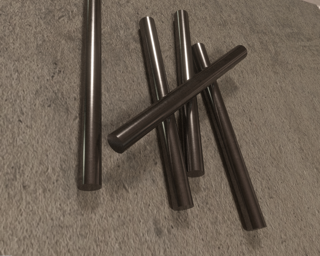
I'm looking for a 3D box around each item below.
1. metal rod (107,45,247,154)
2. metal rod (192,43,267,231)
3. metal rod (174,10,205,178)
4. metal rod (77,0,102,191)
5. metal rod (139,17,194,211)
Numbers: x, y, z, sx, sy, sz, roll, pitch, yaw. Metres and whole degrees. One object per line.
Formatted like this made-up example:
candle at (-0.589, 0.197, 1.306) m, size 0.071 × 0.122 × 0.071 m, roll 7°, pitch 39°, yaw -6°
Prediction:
metal rod at (0.044, -0.056, 0.429) m, size 0.025 × 0.025 × 0.302 m, roll 48°, pitch 51°, yaw 5°
metal rod at (0.093, -0.003, 0.457) m, size 0.025 × 0.025 × 0.299 m, roll 2°, pitch 61°, yaw -28°
metal rod at (0.041, -0.070, 0.470) m, size 0.025 × 0.025 × 0.299 m, roll 12°, pitch 56°, yaw -22°
metal rod at (-0.088, -0.068, 0.398) m, size 0.025 × 0.025 × 0.299 m, roll 8°, pitch 58°, yaw -24°
metal rod at (0.003, -0.038, 0.430) m, size 0.025 × 0.025 × 0.299 m, roll 4°, pitch 60°, yaw -27°
